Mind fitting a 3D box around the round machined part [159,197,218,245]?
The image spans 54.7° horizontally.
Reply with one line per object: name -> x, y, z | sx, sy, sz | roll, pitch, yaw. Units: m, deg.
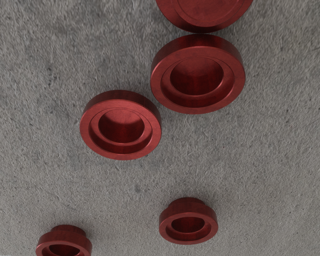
round machined part -> 0.047, 0.155, 0.528 | 0.099, 0.042, 0.097 | 0, 130, 0

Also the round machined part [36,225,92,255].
round machined part -> -0.176, 0.218, 0.580 | 0.099, 0.042, 0.097 | 0, 130, 0

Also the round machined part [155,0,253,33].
round machined part -> 0.042, -0.133, 0.283 | 0.099, 0.042, 0.097 | 0, 130, 0

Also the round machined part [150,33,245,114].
round machined part -> 0.039, -0.062, 0.335 | 0.099, 0.042, 0.097 | 0, 142, 0

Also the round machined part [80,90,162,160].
round machined part -> -0.047, -0.008, 0.389 | 0.099, 0.042, 0.097 | 0, 130, 0
